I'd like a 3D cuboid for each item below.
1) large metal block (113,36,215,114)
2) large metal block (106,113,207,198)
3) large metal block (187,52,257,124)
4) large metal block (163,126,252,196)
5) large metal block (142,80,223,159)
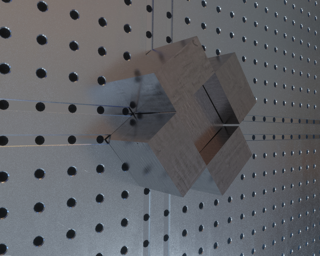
[{"bbox_3d":[0.005,-0.062,0.376,0.080,0.080,0.050,-46,118,-30],"label":"large metal block"},{"bbox_3d":[-0.004,0.030,0.368,0.050,0.080,0.080,-46,118,-30],"label":"large metal block"},{"bbox_3d":[0.075,-0.052,0.435,0.050,0.080,0.080,-46,118,-30],"label":"large metal block"},{"bbox_3d":[0.066,0.041,0.429,0.080,0.080,0.050,-44,117,-31],"label":"large metal block"},{"bbox_3d":[0.027,-0.011,0.413,0.080,0.050,0.080,-45,116,-28],"label":"large metal block"}]
